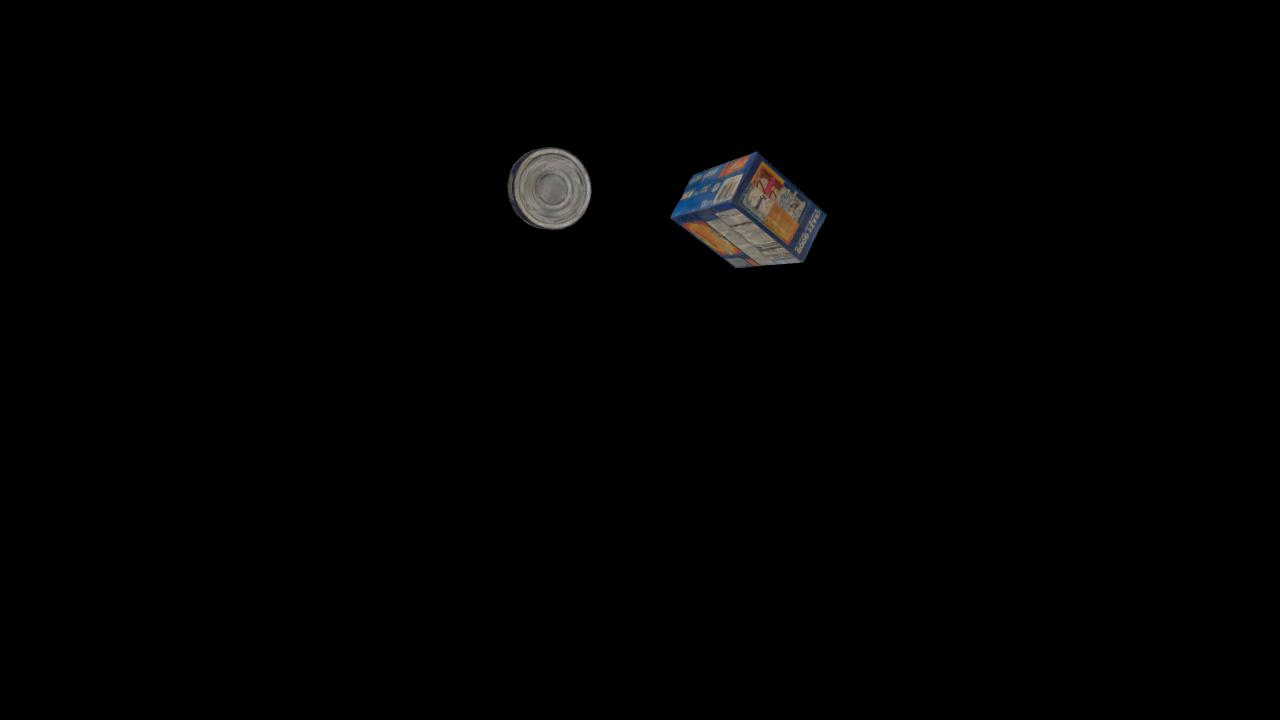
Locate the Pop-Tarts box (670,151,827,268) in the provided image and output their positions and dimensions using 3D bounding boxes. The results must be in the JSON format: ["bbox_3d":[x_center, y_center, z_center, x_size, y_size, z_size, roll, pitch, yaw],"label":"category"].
[{"bbox_3d":[0.149,-0.205,0.872,0.141,0.083,0.167,33,-8,-23],"label":"Pop-Tarts box"}]

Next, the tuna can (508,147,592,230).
[{"bbox_3d":[-0.094,-0.178,0.642,0.084,0.084,0.034,0,14,-20],"label":"tuna can"}]
